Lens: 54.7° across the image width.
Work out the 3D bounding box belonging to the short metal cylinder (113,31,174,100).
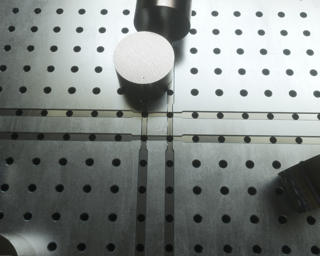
[{"bbox_3d":[-0.021,-0.085,0.429,0.081,0.050,0.080,0,70,0],"label":"short metal cylinder"}]

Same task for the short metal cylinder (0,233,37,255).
[{"bbox_3d":[-0.184,0.157,0.340,0.081,0.050,0.080,0,70,0],"label":"short metal cylinder"}]

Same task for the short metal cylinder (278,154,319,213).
[{"bbox_3d":[0.188,0.060,0.362,0.080,0.080,0.050,-20,72,-7],"label":"short metal cylinder"}]

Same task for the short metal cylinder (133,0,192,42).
[{"bbox_3d":[0.005,-0.167,0.443,0.080,0.080,0.050,5,70,2],"label":"short metal cylinder"}]
